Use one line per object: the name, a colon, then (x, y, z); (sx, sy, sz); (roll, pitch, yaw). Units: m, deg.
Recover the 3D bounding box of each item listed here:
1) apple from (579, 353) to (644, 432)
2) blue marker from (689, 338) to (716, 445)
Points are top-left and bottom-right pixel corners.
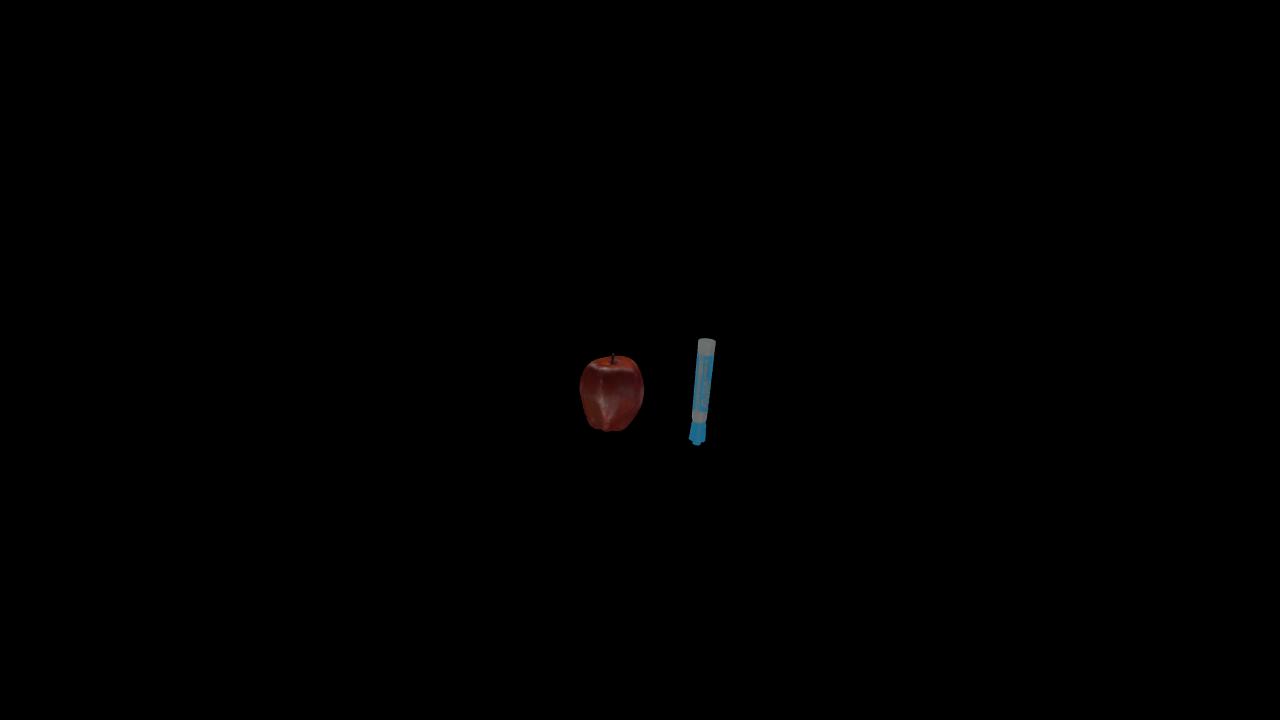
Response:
apple: (-0.033, 0.038, 0.734); (0.079, 0.093, 0.079); (3, 15, -1)
blue marker: (0.068, 0.037, 0.674); (0.020, 0.121, 0.020); (4, 16, -1)
